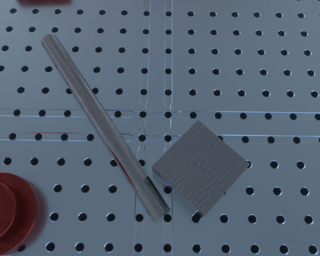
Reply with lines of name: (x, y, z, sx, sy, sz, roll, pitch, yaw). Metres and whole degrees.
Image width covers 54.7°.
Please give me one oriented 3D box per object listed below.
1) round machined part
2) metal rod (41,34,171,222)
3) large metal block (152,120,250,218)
round machined part: (-0.195, 0.100, 0.364, 0.099, 0.042, 0.098, 0, 70, -1)
metal rod: (-0.080, -0.012, 0.414, 0.025, 0.025, 0.299, -32, 73, -11)
large metal block: (0.048, 0.051, 0.380, 0.080, 0.050, 0.080, 42, 75, 13)
